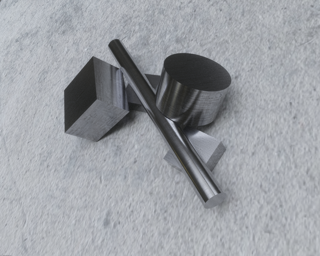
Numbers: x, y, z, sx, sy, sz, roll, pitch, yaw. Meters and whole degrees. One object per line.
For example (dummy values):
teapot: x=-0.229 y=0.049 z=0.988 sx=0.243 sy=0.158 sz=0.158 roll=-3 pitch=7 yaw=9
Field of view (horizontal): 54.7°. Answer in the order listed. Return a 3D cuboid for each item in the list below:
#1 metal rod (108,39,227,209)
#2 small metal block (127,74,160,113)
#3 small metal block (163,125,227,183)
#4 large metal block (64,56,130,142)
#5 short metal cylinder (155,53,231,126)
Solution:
metal rod: x=-0.008 y=-0.029 z=0.394 sx=0.025 sy=0.025 sz=0.300 roll=-35 pitch=51 yaw=4
small metal block: x=-0.022 y=-0.050 z=0.447 sx=0.050 sy=0.025 sz=0.050 roll=13 pitch=68 yaw=33
small metal block: x=0.041 y=0.031 z=0.364 sx=0.050 sy=0.025 sz=0.050 roll=27 pitch=76 yaw=37
large metal block: x=-0.093 y=-0.039 z=0.439 sx=0.080 sy=0.050 sz=0.080 roll=-39 pitch=48 yaw=32
short metal cylinder: x=0.038 y=-0.048 z=0.372 sx=0.081 sy=0.050 sz=0.080 roll=9 pitch=41 yaw=-8
